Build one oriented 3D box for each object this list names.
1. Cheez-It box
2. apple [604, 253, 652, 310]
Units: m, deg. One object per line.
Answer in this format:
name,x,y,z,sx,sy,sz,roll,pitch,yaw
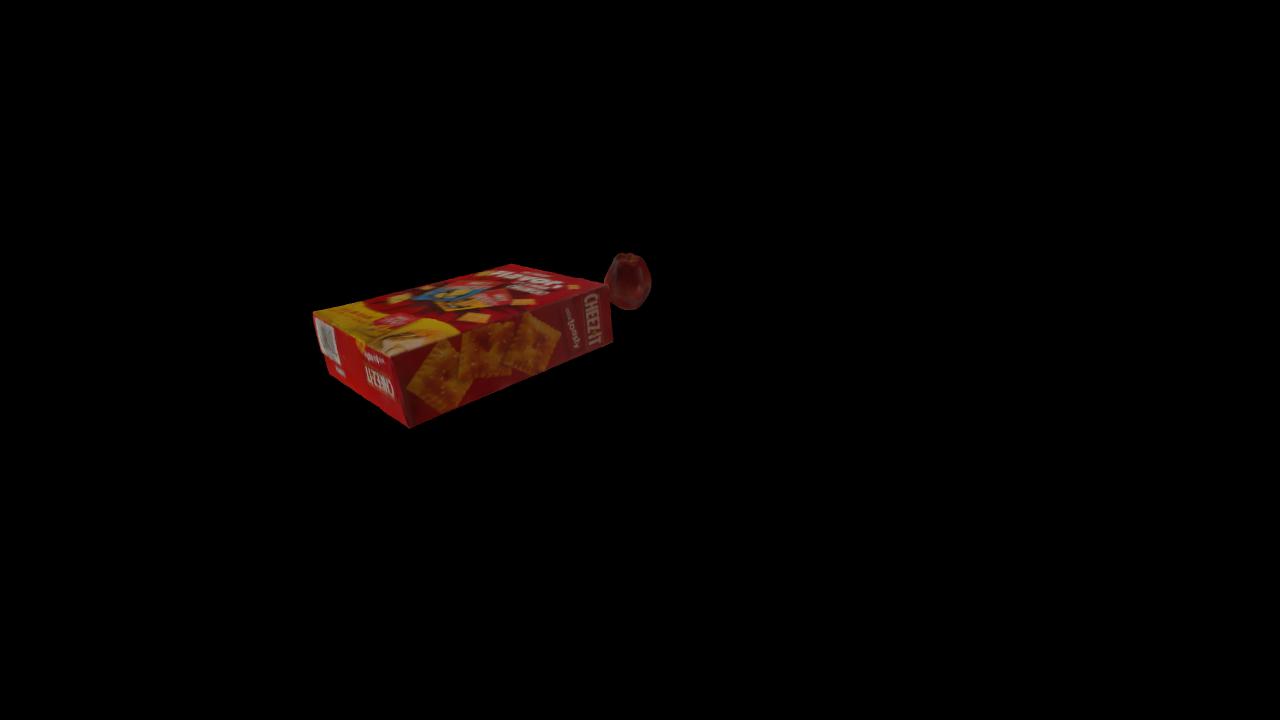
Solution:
Cheez-It box,-0.161,-0.029,0.581,0.166,0.071,0.223,19,32,41
apple,-0.019,-0.125,0.997,0.079,0.093,0.079,6,36,-4
